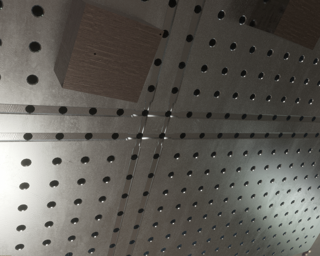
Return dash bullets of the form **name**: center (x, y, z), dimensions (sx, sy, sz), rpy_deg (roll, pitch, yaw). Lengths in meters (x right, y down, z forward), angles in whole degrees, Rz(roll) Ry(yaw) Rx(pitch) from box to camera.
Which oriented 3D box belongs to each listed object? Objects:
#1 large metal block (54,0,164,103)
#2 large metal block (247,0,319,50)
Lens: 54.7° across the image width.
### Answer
- **large metal block**: center (-0.054, -0.079, 0.318), dimensions (0.081, 0.050, 0.079), rpy_deg (9, 114, -33)
- **large metal block**: center (0.172, -0.154, 0.396), dimensions (0.081, 0.050, 0.079), rpy_deg (7, 115, -32)
